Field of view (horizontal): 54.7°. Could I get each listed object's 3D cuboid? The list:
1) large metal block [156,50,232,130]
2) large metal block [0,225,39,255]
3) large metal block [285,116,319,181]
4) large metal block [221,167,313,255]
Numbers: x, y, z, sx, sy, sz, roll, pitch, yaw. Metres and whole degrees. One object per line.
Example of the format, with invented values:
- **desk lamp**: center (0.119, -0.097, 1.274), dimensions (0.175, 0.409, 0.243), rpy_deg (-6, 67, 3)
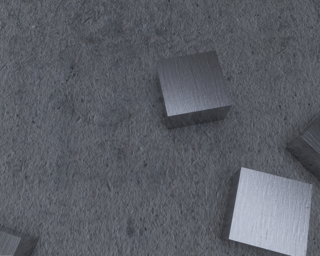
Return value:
- **large metal block**: center (0.041, -0.050, 0.413), dimensions (0.081, 0.050, 0.080), rpy_deg (-10, 70, -4)
- **large metal block**: center (-0.196, 0.148, 0.339), dimensions (0.080, 0.050, 0.080), rpy_deg (16, 71, 6)
- **large metal block**: center (0.223, 0.023, 0.388), dimensions (0.080, 0.050, 0.080), rpy_deg (-39, 75, -13)
- **large metal block**: center (0.122, 0.098, 0.359), dimensions (0.080, 0.050, 0.080), rpy_deg (14, 71, 5)
